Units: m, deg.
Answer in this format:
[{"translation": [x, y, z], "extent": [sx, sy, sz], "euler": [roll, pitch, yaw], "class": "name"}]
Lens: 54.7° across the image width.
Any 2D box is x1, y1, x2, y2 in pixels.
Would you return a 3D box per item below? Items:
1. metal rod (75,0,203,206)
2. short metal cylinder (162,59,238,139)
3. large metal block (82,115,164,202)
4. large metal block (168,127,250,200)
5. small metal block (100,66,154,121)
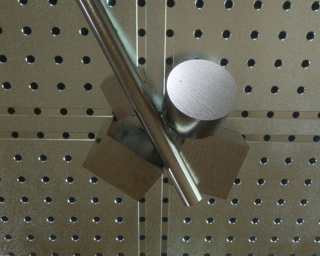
[{"translation": [-0.028, -0.042, 0.365], "extent": [0.025, 0.025, 0.299], "euler": [-27, 97, 9], "class": "metal rod"}, {"translation": [0.045, -0.033, 0.365], "extent": [0.081, 0.080, 0.050], "euler": [8, 153, -4], "class": "short metal cylinder"}, {"translation": [-0.043, 0.034, 0.396], "extent": [0.080, 0.080, 0.050], "euler": [35, 106, -13], "class": "large metal block"}, {"translation": [0.061, 0.040, 0.415], "extent": [0.080, 0.050, 0.079], "euler": [16, 109, -7], "class": "large metal block"}, {"translation": [-0.041, -0.044, 0.397], "extent": [0.050, 0.025, 0.050], "euler": [-23, 109, 8], "class": "small metal block"}]
